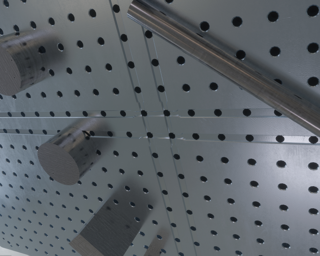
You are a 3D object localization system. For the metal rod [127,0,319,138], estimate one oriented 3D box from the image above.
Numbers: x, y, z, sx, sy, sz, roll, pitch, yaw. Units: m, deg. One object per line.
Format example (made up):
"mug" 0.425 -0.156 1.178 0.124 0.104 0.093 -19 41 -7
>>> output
"metal rod" 0.096 -0.051 0.328 0.301 0.025 0.025 33 129 6

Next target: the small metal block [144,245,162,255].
"small metal block" -0.024 0.252 0.564 0.025 0.050 0.050 26 128 12

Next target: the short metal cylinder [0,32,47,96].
"short metal cylinder" -0.215 -0.093 0.451 0.080 0.050 0.079 13 124 21

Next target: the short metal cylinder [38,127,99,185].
"short metal cylinder" -0.148 0.045 0.501 0.080 0.050 0.079 13 124 21

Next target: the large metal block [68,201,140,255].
"large metal block" -0.097 0.192 0.545 0.080 0.080 0.050 42 129 -1
